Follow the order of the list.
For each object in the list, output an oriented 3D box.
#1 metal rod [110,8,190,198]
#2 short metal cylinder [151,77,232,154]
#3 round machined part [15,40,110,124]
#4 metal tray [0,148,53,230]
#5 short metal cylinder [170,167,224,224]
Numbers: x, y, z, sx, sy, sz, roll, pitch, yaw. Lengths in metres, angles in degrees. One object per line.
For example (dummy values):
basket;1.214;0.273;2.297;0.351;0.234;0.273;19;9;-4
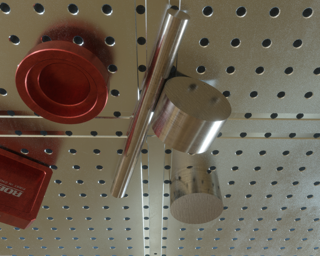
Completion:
metal rod;-0.024;-0.006;0.405;0.025;0.025;0.298;13;129;-11
short metal cylinder;0.035;-0.016;0.362;0.081;0.080;0.050;14;129;-12
round machined part;-0.106;-0.054;0.353;0.099;0.042;0.097;0;130;0
metal tray;-0.227;0.075;0.429;0.131;0.090;0.030;28;129;-22
short metal cylinder;0.056;0.107;0.487;0.081;0.050;0.079;0;130;0
